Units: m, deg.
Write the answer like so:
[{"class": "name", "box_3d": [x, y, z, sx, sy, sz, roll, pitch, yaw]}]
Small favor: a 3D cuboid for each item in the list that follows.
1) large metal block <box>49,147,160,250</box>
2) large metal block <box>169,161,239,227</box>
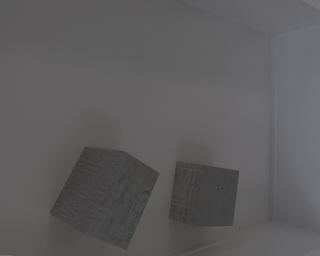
[{"class": "large metal block", "box_3d": [-0.058, 0.068, 0.322, 0.050, 0.080, 0.080, 38, 67, -34]}, {"class": "large metal block", "box_3d": [0.064, 0.094, 0.444, 0.081, 0.050, 0.080, 14, 81, -39]}]
